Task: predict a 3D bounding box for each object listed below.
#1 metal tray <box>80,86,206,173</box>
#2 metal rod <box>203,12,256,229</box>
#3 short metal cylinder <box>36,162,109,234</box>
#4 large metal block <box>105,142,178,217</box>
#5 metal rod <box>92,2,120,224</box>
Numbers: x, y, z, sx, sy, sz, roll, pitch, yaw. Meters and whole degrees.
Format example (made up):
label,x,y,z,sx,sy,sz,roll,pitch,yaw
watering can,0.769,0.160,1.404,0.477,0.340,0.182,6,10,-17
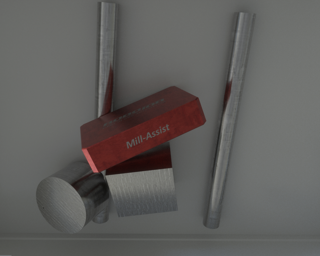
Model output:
label,x,y,z,sx,sy,sz,roll,pitch,yaw
metal tray,-0.024,-0.004,0.358,0.131,0.090,0.030,-24,111,-8
metal rod,0.088,0.004,0.414,0.025,0.025,0.298,4,110,-2
short metal cylinder,-0.116,0.092,0.415,0.080,0.050,0.079,8,109,23
large metal block,-0.022,0.069,0.413,0.080,0.050,0.079,-7,126,2
metal rod,-0.074,-0.005,0.408,0.025,0.025,0.298,5,110,-2
